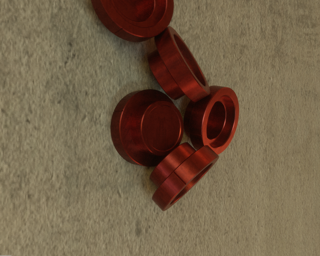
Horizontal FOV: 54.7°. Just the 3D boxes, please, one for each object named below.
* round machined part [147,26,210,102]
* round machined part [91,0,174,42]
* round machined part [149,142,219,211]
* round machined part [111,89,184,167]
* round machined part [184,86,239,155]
[{"bbox_3d":[0.020,-0.075,0.392,0.098,0.042,0.098,50,21,-27],"label":"round machined part"},{"bbox_3d":[-0.036,-0.148,0.361,0.099,0.042,0.097,2,86,-34],"label":"round machined part"},{"bbox_3d":[0.025,0.056,0.394,0.099,0.097,0.042,-33,70,-35],"label":"round machined part"},{"bbox_3d":[-0.009,0.000,0.388,0.099,0.042,0.097,0,90,-40],"label":"round machined part"},{"bbox_3d":[0.071,-0.013,0.445,0.099,0.042,0.097,-20,117,-45],"label":"round machined part"}]
